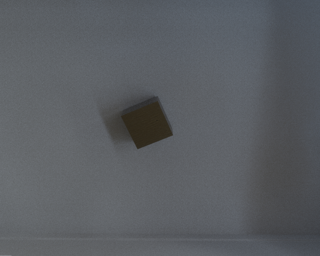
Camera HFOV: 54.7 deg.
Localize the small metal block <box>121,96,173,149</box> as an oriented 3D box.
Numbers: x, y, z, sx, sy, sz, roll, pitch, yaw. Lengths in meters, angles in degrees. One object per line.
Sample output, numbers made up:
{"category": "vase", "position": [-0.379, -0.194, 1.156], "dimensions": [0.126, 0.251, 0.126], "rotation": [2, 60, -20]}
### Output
{"category": "small metal block", "position": [-0.016, -0.007, 0.405], "dimensions": [0.050, 0.025, 0.050], "rotation": [-22, 109, 7]}
